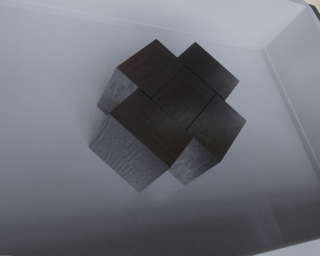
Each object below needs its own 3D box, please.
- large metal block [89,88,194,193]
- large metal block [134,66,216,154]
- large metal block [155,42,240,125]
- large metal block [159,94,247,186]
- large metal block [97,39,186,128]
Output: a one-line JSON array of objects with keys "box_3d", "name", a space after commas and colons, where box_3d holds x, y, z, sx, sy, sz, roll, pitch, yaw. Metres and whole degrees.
[{"box_3d": [-0.024, 0.017, 0.348, 0.080, 0.080, 0.050, 42, 51, 0], "name": "large metal block"}, {"box_3d": [0.013, -0.019, 0.389, 0.050, 0.080, 0.080, 43, 51, 0], "name": "large metal block"}, {"box_3d": [0.048, -0.057, 0.432, 0.080, 0.080, 0.050, 42, 51, 0], "name": "large metal block"}, {"box_3d": [0.051, 0.016, 0.389, 0.050, 0.080, 0.080, 43, 51, 0], "name": "large metal block"}, {"box_3d": [-0.024, -0.053, 0.389, 0.050, 0.080, 0.080, 43, 51, 0], "name": "large metal block"}]
